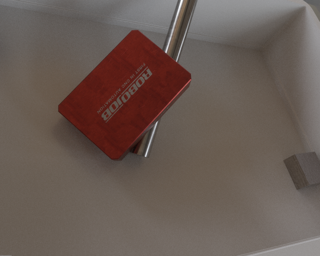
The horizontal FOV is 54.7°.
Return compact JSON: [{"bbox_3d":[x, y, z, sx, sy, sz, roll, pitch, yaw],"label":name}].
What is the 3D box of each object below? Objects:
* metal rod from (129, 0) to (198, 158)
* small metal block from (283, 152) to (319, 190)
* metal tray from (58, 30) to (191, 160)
[{"bbox_3d":[0.018,-0.108,0.399,0.025,0.025,0.299,20,80,-17],"label":"metal rod"},{"bbox_3d":[0.233,0.067,0.493,0.050,0.025,0.050,-3,63,-30],"label":"small metal block"},{"bbox_3d":[-0.039,-0.038,0.359,0.090,0.030,0.130,41,83,6],"label":"metal tray"}]
